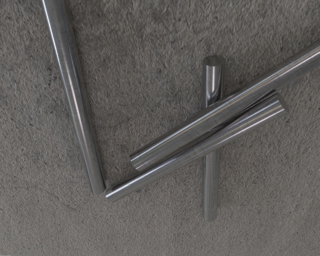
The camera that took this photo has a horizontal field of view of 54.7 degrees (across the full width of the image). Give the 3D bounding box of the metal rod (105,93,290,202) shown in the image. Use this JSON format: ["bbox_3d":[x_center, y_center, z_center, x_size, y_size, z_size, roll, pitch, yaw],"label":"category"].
[{"bbox_3d":[0.028,0.040,0.416,0.025,0.025,0.299,37,128,-27],"label":"metal rod"}]

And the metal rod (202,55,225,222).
[{"bbox_3d":[0.073,0.038,0.440,0.025,0.025,0.298,-4,130,3],"label":"metal rod"}]

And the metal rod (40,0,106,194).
[{"bbox_3d":[-0.100,-0.019,0.389,0.025,0.025,0.298,-1,130,1],"label":"metal rod"}]

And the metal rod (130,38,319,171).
[{"bbox_3d":[0.094,-0.034,0.351,0.300,0.025,0.025,-32,124,14],"label":"metal rod"}]
